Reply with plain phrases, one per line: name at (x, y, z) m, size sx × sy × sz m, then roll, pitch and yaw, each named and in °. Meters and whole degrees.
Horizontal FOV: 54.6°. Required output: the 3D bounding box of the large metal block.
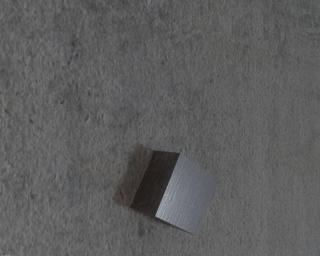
large metal block at (0.021, 0.084, 0.405) m, size 0.080 × 0.050 × 0.080 m, roll 36°, pitch 68°, yaw -34°
